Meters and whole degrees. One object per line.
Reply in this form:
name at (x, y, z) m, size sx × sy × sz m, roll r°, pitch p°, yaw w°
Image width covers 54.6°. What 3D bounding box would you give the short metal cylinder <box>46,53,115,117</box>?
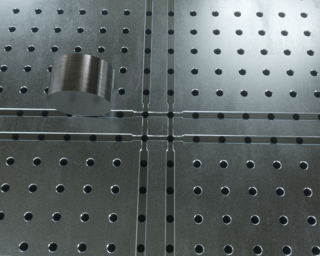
short metal cylinder at (-0.101, -0.053, 0.401) m, size 0.080 × 0.080 × 0.050 m, roll 1°, pitch 70°, yaw 0°
